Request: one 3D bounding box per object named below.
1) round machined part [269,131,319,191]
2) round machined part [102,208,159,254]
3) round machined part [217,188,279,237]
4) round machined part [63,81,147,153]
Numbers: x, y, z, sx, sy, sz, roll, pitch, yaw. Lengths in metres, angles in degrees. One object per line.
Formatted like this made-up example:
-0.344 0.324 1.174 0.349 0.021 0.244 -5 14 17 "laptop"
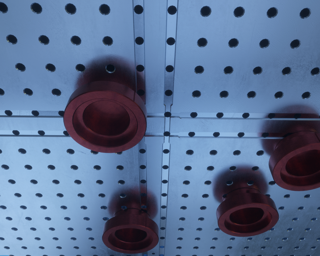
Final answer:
0.205 0.043 0.440 0.099 0.042 0.097 -1 130 0 "round machined part"
-0.051 0.181 0.554 0.099 0.042 0.097 -1 130 0 "round machined part"
0.144 0.139 0.521 0.099 0.042 0.097 -1 130 0 "round machined part"
-0.065 -0.018 0.385 0.099 0.042 0.097 -1 130 0 "round machined part"
